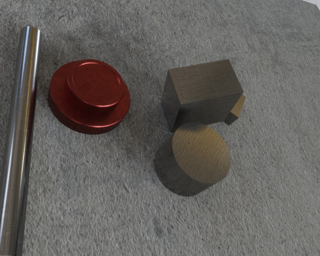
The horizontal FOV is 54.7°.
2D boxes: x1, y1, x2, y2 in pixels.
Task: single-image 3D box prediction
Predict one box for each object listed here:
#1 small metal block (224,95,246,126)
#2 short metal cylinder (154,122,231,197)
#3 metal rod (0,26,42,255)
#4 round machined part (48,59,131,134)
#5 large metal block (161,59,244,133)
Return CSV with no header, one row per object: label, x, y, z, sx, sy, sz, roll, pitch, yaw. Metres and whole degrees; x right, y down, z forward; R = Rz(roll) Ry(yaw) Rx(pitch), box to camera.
small metal block,0.102,-0.040,0.486,0.050,0.025,0.050,34,51,-7
short metal cylinder,0.040,0.039,0.387,0.081,0.050,0.080,14,56,-21
metal rod,-0.145,0.012,0.318,0.025,0.025,0.299,7,59,-25
round machined part,-0.082,-0.045,0.377,0.099,0.042,0.098,14,56,-21
large metal block,0.051,-0.040,0.408,0.081,0.080,0.050,-12,67,-13
